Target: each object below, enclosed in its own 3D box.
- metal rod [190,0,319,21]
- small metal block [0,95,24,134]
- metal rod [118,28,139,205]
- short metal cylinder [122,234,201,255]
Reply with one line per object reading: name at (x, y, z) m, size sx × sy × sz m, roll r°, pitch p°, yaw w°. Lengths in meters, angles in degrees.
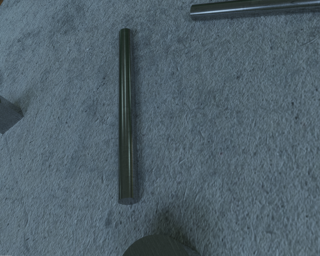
metal rod at (0.181, -0.164, 0.409) m, size 0.300 × 0.025 × 0.025 m, roll 7°, pitch 65°, yaw 31°
small metal block at (-0.283, -0.023, 0.550) m, size 0.050 × 0.050 × 0.025 m, roll -40°, pitch 51°, yaw 1°
metal rod at (-0.048, -0.037, 0.451) m, size 0.025 × 0.025 × 0.299 m, roll -17°, pitch 55°, yaw 18°
short metal cylinder at (0.004, 0.148, 0.295) m, size 0.080 × 0.050 × 0.080 m, roll -13°, pitch 56°, yaw 21°
